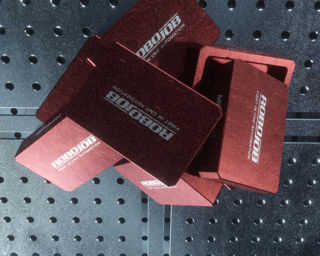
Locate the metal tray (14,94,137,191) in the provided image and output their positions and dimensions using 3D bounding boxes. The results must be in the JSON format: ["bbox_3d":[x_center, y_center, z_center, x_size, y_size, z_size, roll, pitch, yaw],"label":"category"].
[{"bbox_3d":[-0.105,0.023,0.394,0.130,0.030,0.090,-33,123,23],"label":"metal tray"}]

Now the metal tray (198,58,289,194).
[{"bbox_3d":[0.096,0.000,0.344,0.091,0.030,0.130,19,74,-29],"label":"metal tray"}]

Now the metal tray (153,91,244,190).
[{"bbox_3d":[0.050,0.007,0.382,0.130,0.090,0.030,43,105,-13],"label":"metal tray"}]

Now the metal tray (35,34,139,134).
[{"bbox_3d":[-0.083,-0.041,0.394,0.090,0.030,0.130,37,106,-13],"label":"metal tray"}]

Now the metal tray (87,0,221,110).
[{"bbox_3d":[-0.007,-0.096,0.355,0.130,0.030,0.090,-45,107,0],"label":"metal tray"}]

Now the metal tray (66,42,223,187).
[{"bbox_3d":[-0.016,-0.014,0.311,0.130,0.030,0.090,34,93,9],"label":"metal tray"}]

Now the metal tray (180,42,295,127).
[{"bbox_3d":[0.090,-0.047,0.370,0.131,0.030,0.089,2,111,-22],"label":"metal tray"}]

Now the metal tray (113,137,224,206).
[{"bbox_3d":[0.005,0.058,0.385,0.090,0.130,0.030,41,63,-15],"label":"metal tray"}]
